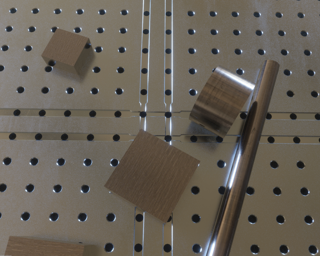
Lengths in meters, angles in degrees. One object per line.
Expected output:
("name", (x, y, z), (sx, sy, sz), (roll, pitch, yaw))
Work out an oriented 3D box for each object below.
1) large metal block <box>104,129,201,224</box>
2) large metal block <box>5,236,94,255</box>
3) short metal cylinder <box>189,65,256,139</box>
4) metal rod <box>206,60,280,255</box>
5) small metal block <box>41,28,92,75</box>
("large metal block", (-0.008, 0.060, 0.376), (0.080, 0.050, 0.080), (29, 72, 9))
("large metal block", (-0.125, 0.165, 0.337), (0.080, 0.050, 0.080), (7, 70, 2))
("short metal cylinder", (0.079, -0.033, 0.396), (0.050, 0.080, 0.080), (30, 73, 10))
("metal rod", (0.108, 0.041, 0.397), (0.025, 0.025, 0.300), (19, 71, 6))
("small metal block", (-0.134, -0.111, 0.451), (0.050, 0.025, 0.050), (19, 71, 6))
